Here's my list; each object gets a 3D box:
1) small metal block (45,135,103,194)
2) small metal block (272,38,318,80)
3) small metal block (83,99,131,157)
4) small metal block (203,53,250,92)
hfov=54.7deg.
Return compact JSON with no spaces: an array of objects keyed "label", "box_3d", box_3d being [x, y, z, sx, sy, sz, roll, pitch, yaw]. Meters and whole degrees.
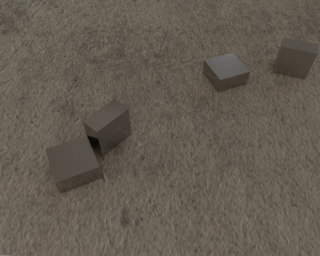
[{"label":"small metal block","box_3d":[-0.102,0.042,0.366,0.050,0.025,0.050,-19,53,-16]},{"label":"small metal block","box_3d":[0.208,-0.107,0.480,0.050,0.050,0.025,15,52,12]},{"label":"small metal block","box_3d":[-0.064,0.000,0.386,0.025,0.050,0.050,34,58,25]},{"label":"small metal block","box_3d":[0.101,-0.086,0.477,0.050,0.025,0.050,-17,52,-14]}]
